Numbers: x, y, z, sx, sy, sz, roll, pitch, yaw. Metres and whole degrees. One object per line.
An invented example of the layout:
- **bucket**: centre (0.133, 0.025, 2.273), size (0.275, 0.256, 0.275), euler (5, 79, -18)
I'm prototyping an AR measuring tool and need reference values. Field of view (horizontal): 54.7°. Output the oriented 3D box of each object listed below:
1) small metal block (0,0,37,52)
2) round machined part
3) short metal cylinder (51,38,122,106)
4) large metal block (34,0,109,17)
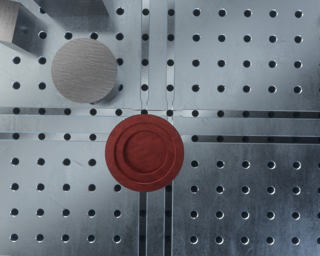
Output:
- **small metal block**: centre (-0.186, -0.130, 0.399), size (0.025, 0.050, 0.050), euler (12, 90, 0)
- **round machined part**: centre (-0.019, 0.031, 0.405), size (0.099, 0.042, 0.097), euler (0, 90, 0)
- **short metal cylinder**: centre (-0.092, -0.070, 0.400), size (0.081, 0.050, 0.080), euler (0, 90, 0)
- **large metal block**: centre (-0.111, -0.178, 0.385), size (0.081, 0.080, 0.050), euler (-2, 90, 0)
